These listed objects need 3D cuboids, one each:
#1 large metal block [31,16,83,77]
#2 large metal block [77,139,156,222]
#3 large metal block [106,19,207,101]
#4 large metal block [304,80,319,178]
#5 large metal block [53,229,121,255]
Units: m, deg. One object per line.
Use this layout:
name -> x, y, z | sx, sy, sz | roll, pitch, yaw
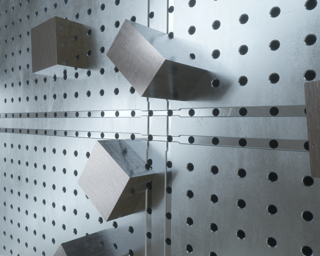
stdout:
large metal block -> -0.182, -0.139, 0.545 | 0.080, 0.050, 0.080 | -5, 87, 40
large metal block -> -0.065, 0.073, 0.448 | 0.080, 0.050, 0.080 | 43, 116, 32
large metal block -> -0.004, -0.080, 0.378 | 0.080, 0.081, 0.050 | 51, 120, 28
large metal block -> 0.170, -0.001, 0.253 | 0.080, 0.050, 0.080 | -5, 87, 40
large metal block -> -0.120, 0.210, 0.474 | 0.050, 0.081, 0.080 | 49, 119, 29
